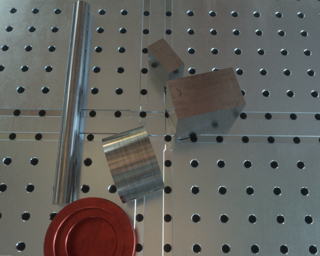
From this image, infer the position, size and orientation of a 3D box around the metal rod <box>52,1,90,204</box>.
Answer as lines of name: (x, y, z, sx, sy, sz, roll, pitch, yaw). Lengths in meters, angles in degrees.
metal rod: (-0.119, -0.048, 0.427, 0.025, 0.025, 0.299, 0, 70, -1)

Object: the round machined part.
round machined part: (-0.076, 0.131, 0.354, 0.099, 0.042, 0.098, 0, 70, -1)

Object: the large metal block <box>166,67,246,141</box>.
large metal block: (0.053, -0.027, 0.393, 0.081, 0.080, 0.050, -13, 71, -5)

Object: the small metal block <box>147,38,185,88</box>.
small metal block: (0.008, -0.087, 0.430, 0.025, 0.050, 0.050, -33, 74, -11)

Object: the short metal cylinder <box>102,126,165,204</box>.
short metal cylinder: (-0.032, 0.043, 0.367, 0.050, 0.080, 0.080, -18, 71, -7)
